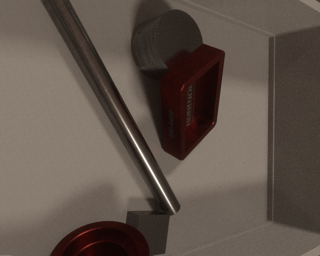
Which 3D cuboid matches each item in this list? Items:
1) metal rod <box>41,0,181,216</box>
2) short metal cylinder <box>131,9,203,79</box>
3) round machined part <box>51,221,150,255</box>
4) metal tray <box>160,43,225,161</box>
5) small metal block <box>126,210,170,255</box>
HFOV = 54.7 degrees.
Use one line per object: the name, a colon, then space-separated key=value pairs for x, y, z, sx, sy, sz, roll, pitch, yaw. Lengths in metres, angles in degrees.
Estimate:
metal rod: x=-0.047 y=-0.013 z=0.368 sx=0.025 sy=0.025 sz=0.299 roll=-41 pitch=115 yaw=-32
short metal cylinder: x=0.010 y=-0.105 z=0.400 sx=0.081 sy=0.050 sz=0.079 roll=0 pitch=90 yaw=-40
round machined part: x=-0.059 y=0.144 z=0.315 sx=0.099 sy=0.098 sz=0.042 roll=-22 pitch=122 yaw=-38
metal tray: x=0.042 y=-0.030 z=0.399 sx=0.090 sy=0.030 sz=0.129 roll=-43 pitch=147 yaw=-32
small metal block: x=-0.017 y=0.133 z=0.395 sx=0.050 sy=0.025 sz=0.050 roll=12 pitch=82 yaw=-40
